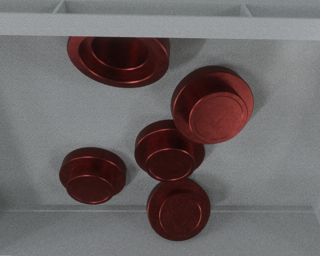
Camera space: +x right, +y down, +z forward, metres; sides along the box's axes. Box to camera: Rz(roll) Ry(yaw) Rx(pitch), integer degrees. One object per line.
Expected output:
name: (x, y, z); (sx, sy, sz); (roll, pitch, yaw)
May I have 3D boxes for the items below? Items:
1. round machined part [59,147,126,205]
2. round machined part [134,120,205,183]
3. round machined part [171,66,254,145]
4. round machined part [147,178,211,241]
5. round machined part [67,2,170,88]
round machined part: (-0.101, 0.078, 0.463); (0.099, 0.042, 0.097); (-1, 130, 0)
round machined part: (0.014, 0.039, 0.431); (0.099, 0.042, 0.097); (-1, 130, 0)
round machined part: (0.064, -0.021, 0.369); (0.099, 0.042, 0.097); (-4, 120, -6)
round machined part: (0.030, 0.126, 0.474); (0.099, 0.042, 0.097); (0, 93, -8)
round machined part: (-0.038, -0.085, 0.311); (0.099, 0.042, 0.098); (4, 154, 2)
